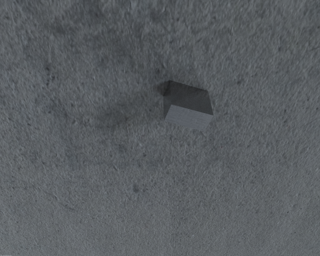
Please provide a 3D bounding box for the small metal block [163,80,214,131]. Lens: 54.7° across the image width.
[{"bbox_3d":[0.032,-0.027,0.368,0.050,0.050,0.025,14,129,-12],"label":"small metal block"}]
